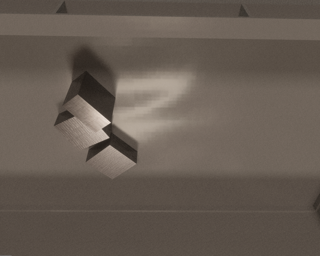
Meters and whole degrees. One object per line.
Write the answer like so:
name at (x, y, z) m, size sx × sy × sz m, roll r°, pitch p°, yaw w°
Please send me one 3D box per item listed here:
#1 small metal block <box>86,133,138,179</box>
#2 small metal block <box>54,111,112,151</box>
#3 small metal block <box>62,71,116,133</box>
small metal block at (-0.068, 0.041, 0.443) m, size 0.050 × 0.025 × 0.050 m, roll -35°, pitch 123°, yaw 25°
small metal block at (-0.100, -0.003, 0.405) m, size 0.050 × 0.025 × 0.050 m, roll -22°, pitch 127°, yaw 17°
small metal block at (-0.082, -0.031, 0.365) m, size 0.025 × 0.050 × 0.050 m, roll -31°, pitch 124°, yaw 23°
